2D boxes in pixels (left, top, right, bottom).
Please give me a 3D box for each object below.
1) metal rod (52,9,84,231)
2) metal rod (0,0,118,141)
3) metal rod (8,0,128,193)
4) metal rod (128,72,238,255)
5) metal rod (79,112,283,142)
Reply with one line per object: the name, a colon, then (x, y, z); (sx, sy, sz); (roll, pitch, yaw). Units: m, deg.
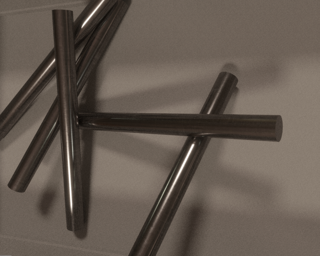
metal rod: (-0.122, 0.000, 0.418); (0.025, 0.025, 0.298); (5, 105, 19)
metal rod: (-0.167, -0.080, 0.450); (0.299, 0.025, 0.025); (-42, 77, 21)
metal rod: (-0.129, -0.045, 0.433); (0.025, 0.025, 0.299); (30, 92, 17)
metal rod: (0.017, 0.064, 0.338); (0.025, 0.025, 0.300); (22, 72, 18)
metal rod: (-0.013, -0.005, 0.371); (0.300, 0.025, 0.025); (3, 91, 35)
